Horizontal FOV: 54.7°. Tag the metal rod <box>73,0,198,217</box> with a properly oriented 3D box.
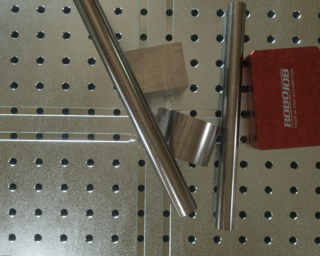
[{"bbox_3d":[-0.035,-0.045,0.332,0.025,0.025,0.299,-26,91,0],"label":"metal rod"}]

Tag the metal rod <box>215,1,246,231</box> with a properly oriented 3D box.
[{"bbox_3d":[0.094,-0.015,0.414,0.025,0.025,0.298,3,90,-1],"label":"metal rod"}]

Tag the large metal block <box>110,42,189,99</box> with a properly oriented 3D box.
[{"bbox_3d":[-0.012,-0.066,0.386,0.080,0.080,0.050,-10,90,0],"label":"large metal block"}]

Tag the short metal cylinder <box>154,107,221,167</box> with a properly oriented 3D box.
[{"bbox_3d":[0.029,0.011,0.386,0.080,0.080,0.050,19,90,-1],"label":"short metal cylinder"}]

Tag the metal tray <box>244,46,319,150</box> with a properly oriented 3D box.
[{"bbox_3d":[0.166,-0.039,0.413,0.091,0.030,0.129,-4,90,-1],"label":"metal tray"}]
